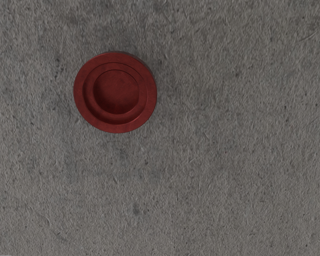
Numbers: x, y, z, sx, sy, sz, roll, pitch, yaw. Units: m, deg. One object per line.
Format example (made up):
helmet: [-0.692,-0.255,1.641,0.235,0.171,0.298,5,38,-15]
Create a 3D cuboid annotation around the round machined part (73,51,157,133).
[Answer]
round machined part: [-0.052,-0.046,0.383,0.099,0.042,0.097,0,110,0]
